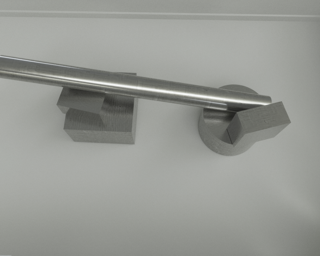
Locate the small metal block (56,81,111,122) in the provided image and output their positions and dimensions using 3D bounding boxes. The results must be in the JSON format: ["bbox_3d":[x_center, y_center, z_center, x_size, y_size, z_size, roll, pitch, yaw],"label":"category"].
[{"bbox_3d":[-0.087,-0.039,0.368,0.050,0.025,0.050,12,70,4],"label":"small metal block"}]

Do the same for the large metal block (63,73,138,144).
[{"bbox_3d":[-0.072,-0.026,0.402,0.081,0.050,0.080,3,70,0],"label":"large metal block"}]

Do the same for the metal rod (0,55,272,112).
[{"bbox_3d":[-0.023,-0.046,0.350,0.302,0.025,0.025,8,70,-6],"label":"metal rod"}]

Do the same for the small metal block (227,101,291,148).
[{"bbox_3d":[0.107,-0.003,0.343,0.050,0.050,0.025,-14,71,-5],"label":"small metal block"}]

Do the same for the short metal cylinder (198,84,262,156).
[{"bbox_3d":[0.093,-0.009,0.399,0.081,0.050,0.080,0,70,0],"label":"short metal cylinder"}]
